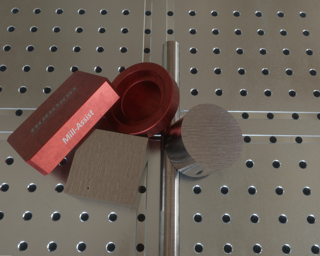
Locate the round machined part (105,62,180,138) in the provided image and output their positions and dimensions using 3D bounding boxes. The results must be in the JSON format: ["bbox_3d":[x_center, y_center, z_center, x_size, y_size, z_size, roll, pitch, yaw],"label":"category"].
[{"bbox_3d":[-0.020,-0.032,0.400,0.098,0.042,0.098,-9,67,23],"label":"round machined part"}]

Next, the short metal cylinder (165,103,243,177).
[{"bbox_3d":[0.053,0.016,0.379,0.081,0.050,0.080,7,69,-19],"label":"short metal cylinder"}]

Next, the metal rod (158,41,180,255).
[{"bbox_3d":[0.013,0.019,0.405,0.025,0.025,0.299,1,70,0],"label":"metal rod"}]

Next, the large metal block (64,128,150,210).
[{"bbox_3d":[-0.060,0.050,0.379,0.080,0.050,0.080,10,70,3],"label":"large metal block"}]

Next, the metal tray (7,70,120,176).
[{"bbox_3d":[-0.121,-0.013,0.387,0.130,0.030,0.090,-50,39,-16],"label":"metal tray"}]
